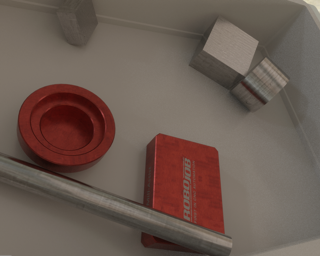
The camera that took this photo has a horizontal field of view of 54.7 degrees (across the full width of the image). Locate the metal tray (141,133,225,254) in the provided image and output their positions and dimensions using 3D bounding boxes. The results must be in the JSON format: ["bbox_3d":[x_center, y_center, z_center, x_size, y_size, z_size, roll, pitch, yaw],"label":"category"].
[{"bbox_3d":[0.028,0.077,0.372,0.091,0.030,0.130,15,55,-20],"label":"metal tray"}]

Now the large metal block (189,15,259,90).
[{"bbox_3d":[0.106,-0.124,0.514,0.080,0.050,0.080,30,64,-10],"label":"large metal block"}]

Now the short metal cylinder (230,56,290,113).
[{"bbox_3d":[0.161,-0.070,0.502,0.050,0.080,0.080,45,51,2],"label":"short metal cylinder"}]

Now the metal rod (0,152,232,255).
[{"bbox_3d":[-0.072,0.067,0.300,0.302,0.025,0.025,22,53,-6],"label":"metal rod"}]

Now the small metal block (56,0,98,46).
[{"bbox_3d":[-0.109,-0.148,0.417,0.025,0.050,0.050,9,56,11],"label":"small metal block"}]

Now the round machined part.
[{"bbox_3d":[-0.102,0.003,0.338,0.099,0.042,0.098,14,56,-21],"label":"round machined part"}]
